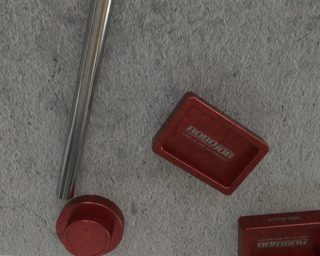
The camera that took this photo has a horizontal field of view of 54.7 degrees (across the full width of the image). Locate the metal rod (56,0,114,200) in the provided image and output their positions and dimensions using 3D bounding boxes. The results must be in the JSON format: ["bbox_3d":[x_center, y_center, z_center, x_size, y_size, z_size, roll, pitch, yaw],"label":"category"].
[{"bbox_3d":[-0.097,-0.040,0.393,0.025,0.025,0.298,14,109,-6],"label":"metal rod"}]

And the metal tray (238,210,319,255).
[{"bbox_3d":[0.189,0.177,0.474,0.131,0.030,0.089,-5,110,1],"label":"metal tray"}]

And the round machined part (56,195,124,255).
[{"bbox_3d":[-0.104,0.151,0.455,0.099,0.042,0.097,0,110,-1],"label":"round machined part"}]

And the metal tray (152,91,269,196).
[{"bbox_3d":[0.066,0.023,0.416,0.130,0.030,0.090,32,107,-12],"label":"metal tray"}]
